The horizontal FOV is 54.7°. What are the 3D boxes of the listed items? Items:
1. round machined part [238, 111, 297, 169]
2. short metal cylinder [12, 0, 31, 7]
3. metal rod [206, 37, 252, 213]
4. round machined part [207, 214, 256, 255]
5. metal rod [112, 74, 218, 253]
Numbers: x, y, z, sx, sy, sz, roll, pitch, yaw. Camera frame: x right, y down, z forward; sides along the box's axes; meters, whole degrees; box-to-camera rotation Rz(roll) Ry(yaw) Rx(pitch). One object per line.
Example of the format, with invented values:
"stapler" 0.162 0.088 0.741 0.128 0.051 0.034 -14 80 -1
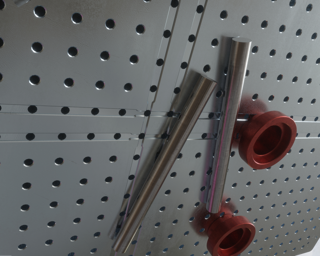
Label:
"round machined part" 0.167 0.015 0.500 0.099 0.042 0.097 -13 124 -21
"short metal cylinder" -0.109 -0.140 0.229 0.050 0.080 0.080 -34 129 -6
"metal rod" 0.100 0.014 0.474 0.025 0.025 0.298 -12 124 -22
"round machined part" 0.132 0.207 0.600 0.099 0.042 0.097 -14 124 -21
"metal rod" 0.000 0.063 0.449 0.025 0.025 0.298 15 111 -34
